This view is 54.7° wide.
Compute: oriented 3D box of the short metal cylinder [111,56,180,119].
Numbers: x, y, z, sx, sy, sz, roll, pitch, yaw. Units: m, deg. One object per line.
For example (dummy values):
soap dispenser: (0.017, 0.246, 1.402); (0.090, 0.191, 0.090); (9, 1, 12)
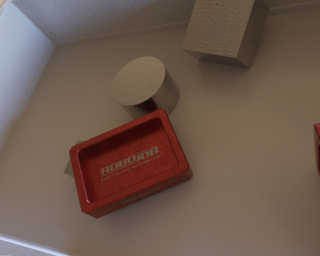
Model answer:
short metal cylinder: (-0.020, -0.052, 0.430); (0.080, 0.050, 0.080); (-13, 56, 20)

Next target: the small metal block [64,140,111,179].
small metal block: (-0.097, 0.046, 0.426); (0.050, 0.025, 0.050); (3, 63, 29)

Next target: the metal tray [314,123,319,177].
metal tray: (0.155, 0.067, 0.241); (0.030, 0.090, 0.130); (-14, 56, 20)

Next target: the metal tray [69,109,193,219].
metal tray: (-0.037, 0.042, 0.375); (0.131, 0.030, 0.090); (-23, 59, 2)

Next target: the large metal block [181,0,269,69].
large metal block: (0.085, -0.129, 0.406); (0.080, 0.050, 0.080); (20, 95, 35)
